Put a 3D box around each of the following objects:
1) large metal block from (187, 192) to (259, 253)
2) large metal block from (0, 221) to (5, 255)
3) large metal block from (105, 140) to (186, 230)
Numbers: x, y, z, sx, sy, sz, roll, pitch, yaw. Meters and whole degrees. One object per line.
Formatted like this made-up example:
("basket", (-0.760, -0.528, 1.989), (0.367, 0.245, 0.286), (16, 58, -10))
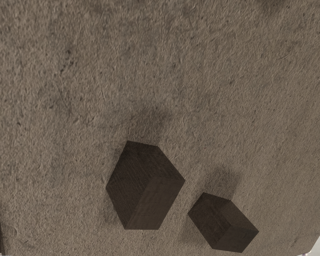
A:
("large metal block", (0.108, 0.163, 0.534), (0.080, 0.080, 0.050), (24, 105, -37))
("large metal block", (-0.230, 0.167, 0.369), (0.081, 0.050, 0.079), (-6, 121, -26))
("large metal block", (-0.023, 0.074, 0.406), (0.050, 0.080, 0.080), (14, 111, -34))
